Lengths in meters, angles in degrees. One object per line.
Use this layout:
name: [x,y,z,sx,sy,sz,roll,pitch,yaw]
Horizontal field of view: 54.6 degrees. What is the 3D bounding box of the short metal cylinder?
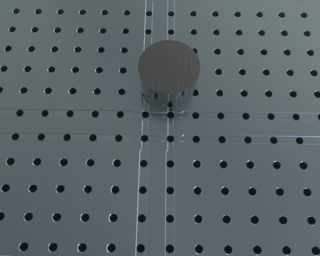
short metal cylinder: [0.012,-0.072,0.425,0.080,0.050,0.080,0,70,0]
